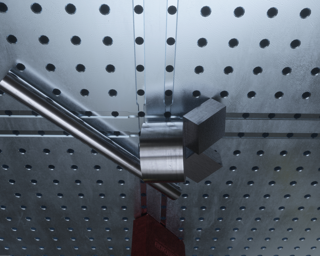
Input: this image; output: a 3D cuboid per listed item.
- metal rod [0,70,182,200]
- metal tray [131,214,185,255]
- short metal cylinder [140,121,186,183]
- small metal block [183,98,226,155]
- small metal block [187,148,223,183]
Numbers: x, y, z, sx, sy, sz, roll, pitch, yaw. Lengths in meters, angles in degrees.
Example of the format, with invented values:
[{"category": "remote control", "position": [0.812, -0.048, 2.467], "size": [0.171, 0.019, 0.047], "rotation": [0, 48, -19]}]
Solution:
[{"category": "metal rod", "position": [-0.078, 0.024, 0.430], "size": [0.025, 0.025, 0.301], "rotation": [-37, 122, 26]}, {"category": "metal tray", "position": [0.001, 0.228, 0.563], "size": [0.030, 0.090, 0.130], "rotation": [-28, 125, 22]}, {"category": "short metal cylinder", "position": [0.007, 0.031, 0.399], "size": [0.050, 0.080, 0.080], "rotation": [-2, 130, 7]}, {"category": "small metal block", "position": [0.057, -0.002, 0.393], "size": [0.050, 0.025, 0.050], "rotation": [-33, 137, -27]}, {"category": "small metal block", "position": [0.055, 0.049, 0.454], "size": [0.050, 0.025, 0.050], "rotation": [34, 122, -26]}]
